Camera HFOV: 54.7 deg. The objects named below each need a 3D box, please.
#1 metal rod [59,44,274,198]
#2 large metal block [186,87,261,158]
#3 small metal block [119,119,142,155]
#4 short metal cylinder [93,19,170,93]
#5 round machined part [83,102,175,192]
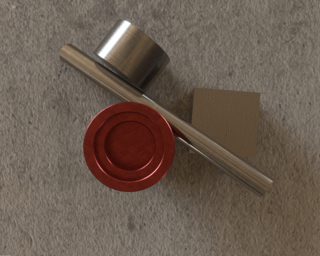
[{"bbox_3d":[-0.003,-0.017,0.374,0.300,0.025,0.025,35,90,14],"label":"metal rod"},{"bbox_3d":[0.079,-0.007,0.400,0.081,0.050,0.079,4,90,-1],"label":"large metal block"},{"bbox_3d":[-0.037,0.008,0.399,0.025,0.050,0.050,-2,90,0],"label":"small metal block"},{"bbox_3d":[-0.035,-0.087,0.383,0.080,0.080,0.050,37,90,-1],"label":"short metal cylinder"},{"bbox_3d":[-0.033,0.020,0.353,0.099,0.042,0.097,0,91,-1],"label":"round machined part"}]
